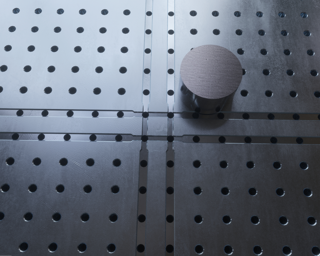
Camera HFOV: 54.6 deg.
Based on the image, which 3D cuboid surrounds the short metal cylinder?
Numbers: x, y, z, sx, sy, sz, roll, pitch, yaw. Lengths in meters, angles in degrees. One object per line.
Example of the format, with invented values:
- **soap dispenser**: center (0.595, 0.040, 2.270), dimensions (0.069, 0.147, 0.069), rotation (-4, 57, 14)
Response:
- **short metal cylinder**: center (0.066, -0.065, 0.423), dimensions (0.080, 0.050, 0.080), rotation (0, 70, 0)
